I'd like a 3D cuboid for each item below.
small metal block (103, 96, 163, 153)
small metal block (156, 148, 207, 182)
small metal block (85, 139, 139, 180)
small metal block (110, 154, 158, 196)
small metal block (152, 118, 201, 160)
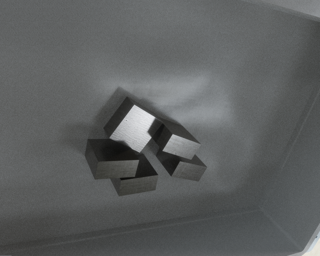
[{"bbox_3d":[-0.033,-0.004,0.388,0.050,0.025,0.050,31,101,-38],"label":"small metal block"},{"bbox_3d":[0.030,0.047,0.438,0.050,0.050,0.025,16,110,-35],"label":"small metal block"},{"bbox_3d":[-0.060,0.037,0.382,0.050,0.050,0.025,1,118,-29],"label":"small metal block"},{"bbox_3d":[-0.037,0.061,0.410,0.050,0.050,0.025,-4,120,-27],"label":"small metal block"},{"bbox_3d":[0.018,0.013,0.410,0.050,0.050,0.025,20,108,-36],"label":"small metal block"}]
